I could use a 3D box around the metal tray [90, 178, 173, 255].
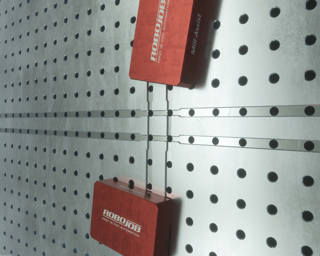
[{"bbox_3d":[-0.045,0.132,0.445,0.130,0.030,0.089,10,96,39],"label":"metal tray"}]

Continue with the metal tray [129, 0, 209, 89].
[{"bbox_3d":[0.009,-0.122,0.399,0.090,0.030,0.129,15,100,39],"label":"metal tray"}]
